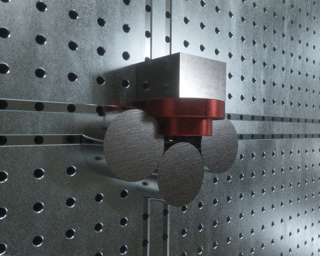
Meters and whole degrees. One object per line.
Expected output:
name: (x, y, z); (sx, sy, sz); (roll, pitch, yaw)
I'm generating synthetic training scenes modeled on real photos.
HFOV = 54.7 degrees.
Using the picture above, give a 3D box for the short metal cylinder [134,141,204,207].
short metal cylinder: (0.012, 0.057, 0.403); (0.081, 0.050, 0.079); (0, 90, -40)

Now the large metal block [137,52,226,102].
large metal block: (0.027, -0.058, 0.395); (0.081, 0.080, 0.050); (1, 90, -40)

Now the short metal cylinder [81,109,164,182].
short metal cylinder: (-0.042, 0.019, 0.358); (0.081, 0.050, 0.079); (0, 90, -40)

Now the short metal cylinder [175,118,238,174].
short metal cylinder: (0.069, 0.024, 0.451); (0.081, 0.050, 0.079); (0, 90, -40)

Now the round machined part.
round machined part: (0.031, -0.011, 0.385); (0.099, 0.098, 0.042); (2, 88, -40)
